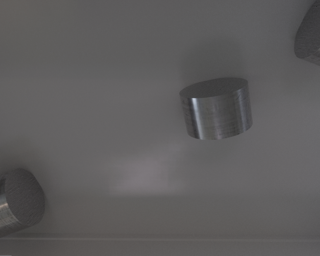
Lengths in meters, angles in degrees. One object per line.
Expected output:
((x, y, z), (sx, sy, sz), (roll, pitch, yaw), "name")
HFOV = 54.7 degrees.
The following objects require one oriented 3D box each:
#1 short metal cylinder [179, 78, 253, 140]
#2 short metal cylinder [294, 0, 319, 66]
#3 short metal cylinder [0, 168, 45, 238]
((0.068, -0.025, 0.373), (0.080, 0.080, 0.050), (-11, 110, 4), "short metal cylinder")
((0.197, -0.107, 0.344), (0.050, 0.080, 0.079), (19, 109, -7), "short metal cylinder")
((-0.202, 0.100, 0.417), (0.050, 0.080, 0.080), (-22, 109, 8), "short metal cylinder")
